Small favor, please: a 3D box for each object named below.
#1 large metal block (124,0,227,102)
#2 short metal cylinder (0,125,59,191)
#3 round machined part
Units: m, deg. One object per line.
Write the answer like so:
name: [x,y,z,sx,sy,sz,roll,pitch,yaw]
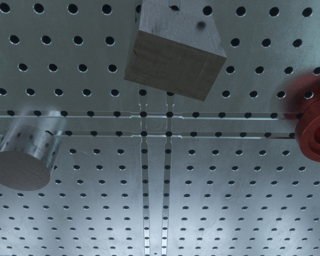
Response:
large metal block: [0.013,-0.079,0.308,0.081,0.080,0.050,14,129,-12]
short metal cylinder: [-0.187,0.042,0.429,0.081,0.050,0.079,0,130,0]
round machined part: [0.225,-0.003,0.400,0.099,0.042,0.097,0,130,0]
